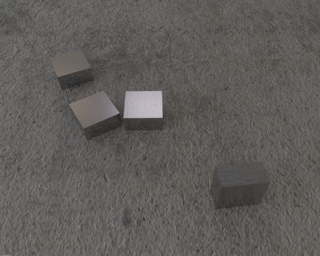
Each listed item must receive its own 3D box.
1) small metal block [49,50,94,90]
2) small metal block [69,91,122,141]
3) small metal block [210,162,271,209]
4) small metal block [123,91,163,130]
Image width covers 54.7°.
[{"bbox_3d":[-0.137,-0.091,0.479,0.050,0.025,0.050,-20,53,-16],"label":"small metal block"},{"bbox_3d":[-0.087,-0.018,0.417,0.050,0.025,0.050,-25,55,-20],"label":"small metal block"},{"bbox_3d":[0.085,0.063,0.335,0.050,0.050,0.025,-5,50,-4],"label":"small metal block"},{"bbox_3d":[-0.022,-0.024,0.423,0.050,0.025,0.050,-1,50,-1],"label":"small metal block"}]
